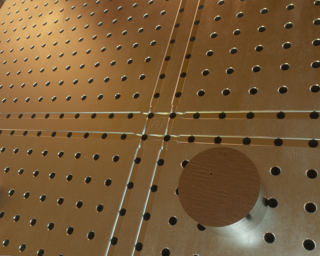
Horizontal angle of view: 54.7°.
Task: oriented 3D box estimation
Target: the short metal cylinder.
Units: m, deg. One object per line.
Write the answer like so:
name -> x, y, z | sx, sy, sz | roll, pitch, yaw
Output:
short metal cylinder -> 0.065, 0.066, 0.317 | 0.080, 0.050, 0.080 | -13, 56, 21
